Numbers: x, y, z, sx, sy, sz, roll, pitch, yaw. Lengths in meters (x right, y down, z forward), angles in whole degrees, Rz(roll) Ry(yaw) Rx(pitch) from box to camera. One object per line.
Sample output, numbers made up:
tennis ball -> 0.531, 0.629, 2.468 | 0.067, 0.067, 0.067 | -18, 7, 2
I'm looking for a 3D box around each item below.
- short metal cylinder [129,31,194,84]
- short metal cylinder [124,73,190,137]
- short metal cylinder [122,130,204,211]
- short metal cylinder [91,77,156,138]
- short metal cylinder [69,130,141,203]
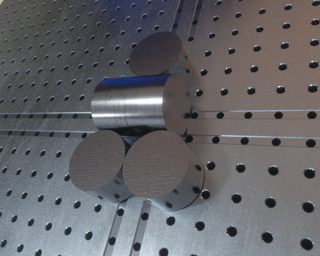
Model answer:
short metal cylinder -> 0.003, -0.091, 0.445 | 0.080, 0.050, 0.080 | -13, 56, 20
short metal cylinder -> -0.001, -0.027, 0.389 | 0.050, 0.080, 0.080 | 0, 62, 28
short metal cylinder -> 0.004, 0.049, 0.356 | 0.080, 0.050, 0.080 | -13, 56, 20
short metal cylinder -> -0.045, -0.027, 0.412 | 0.050, 0.080, 0.080 | 0, 62, 28
short metal cylinder -> -0.067, 0.049, 0.394 | 0.080, 0.050, 0.080 | -13, 56, 20
